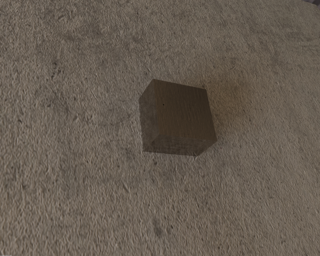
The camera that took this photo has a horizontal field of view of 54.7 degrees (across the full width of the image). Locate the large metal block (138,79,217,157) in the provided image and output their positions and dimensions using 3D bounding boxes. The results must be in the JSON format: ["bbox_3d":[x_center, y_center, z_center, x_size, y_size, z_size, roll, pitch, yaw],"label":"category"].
[{"bbox_3d":[0.021,-0.011,0.409,0.081,0.050,0.080,8,58,-25],"label":"large metal block"}]
